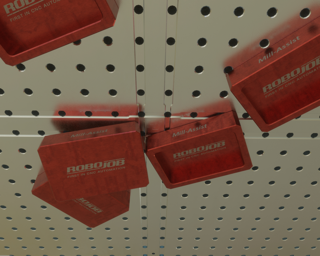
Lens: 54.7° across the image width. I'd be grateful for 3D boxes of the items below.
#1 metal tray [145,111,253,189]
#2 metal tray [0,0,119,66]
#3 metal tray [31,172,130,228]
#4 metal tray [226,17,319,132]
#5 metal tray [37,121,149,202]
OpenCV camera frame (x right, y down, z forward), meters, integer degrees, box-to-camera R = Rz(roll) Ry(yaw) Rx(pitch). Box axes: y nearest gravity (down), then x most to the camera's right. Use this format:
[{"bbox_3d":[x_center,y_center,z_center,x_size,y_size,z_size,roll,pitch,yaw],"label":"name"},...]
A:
[{"bbox_3d":[0.056,0.035,0.438,0.130,0.030,0.090,-17,129,13],"label":"metal tray"},{"bbox_3d":[-0.118,-0.123,0.301,0.130,0.030,0.090,-17,129,13],"label":"metal tray"},{"bbox_3d":[-0.123,0.106,0.497,0.090,0.030,0.130,-31,124,23],"label":"metal tray"},{"bbox_3d":[0.157,-0.059,0.360,0.130,0.030,0.090,-31,124,23],"label":"metal tray"},{"bbox_3d":[-0.086,0.046,0.422,0.131,0.030,0.089,-9,117,-3],"label":"metal tray"}]
